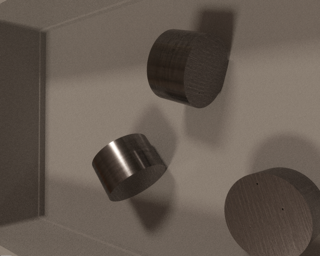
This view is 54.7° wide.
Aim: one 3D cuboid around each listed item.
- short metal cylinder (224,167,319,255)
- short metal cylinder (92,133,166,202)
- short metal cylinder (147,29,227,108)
[{"bbox_3d":[0.110,0.080,0.299,0.080,0.050,0.079,0,90,39],"label":"short metal cylinder"},{"bbox_3d":[-0.040,0.052,0.402,0.080,0.081,0.050,-48,62,29],"label":"short metal cylinder"},{"bbox_3d":[0.032,-0.066,0.343,0.050,0.081,0.079,20,103,38],"label":"short metal cylinder"}]
